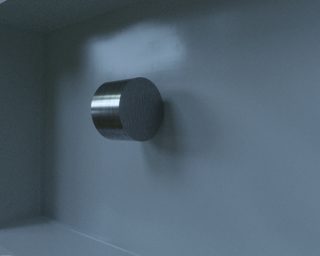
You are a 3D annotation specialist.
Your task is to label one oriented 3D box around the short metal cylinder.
[{"bbox_3d":[-0.040,-0.023,0.399,0.050,0.081,0.079,0,90,40],"label":"short metal cylinder"}]
